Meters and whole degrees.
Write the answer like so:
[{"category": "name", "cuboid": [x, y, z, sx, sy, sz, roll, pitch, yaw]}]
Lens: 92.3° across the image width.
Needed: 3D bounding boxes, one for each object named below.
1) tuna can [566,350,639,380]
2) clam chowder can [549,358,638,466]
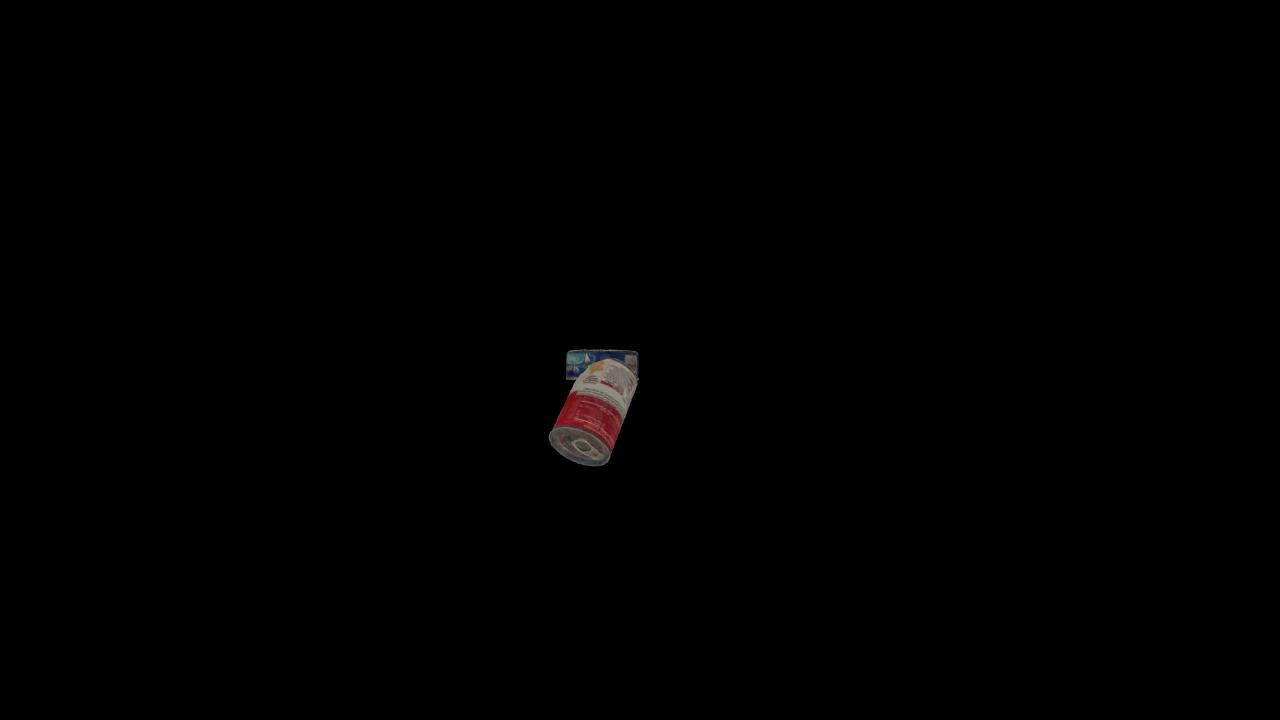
[{"category": "tuna can", "cuboid": [-0.043, 0.006, 0.704, 0.084, 0.034, 0.084, 0, -1, 0]}, {"category": "clam chowder can", "cuboid": [-0.048, 0.053, 0.661, 0.068, 0.102, 0.068, 13, -38, 11]}]
